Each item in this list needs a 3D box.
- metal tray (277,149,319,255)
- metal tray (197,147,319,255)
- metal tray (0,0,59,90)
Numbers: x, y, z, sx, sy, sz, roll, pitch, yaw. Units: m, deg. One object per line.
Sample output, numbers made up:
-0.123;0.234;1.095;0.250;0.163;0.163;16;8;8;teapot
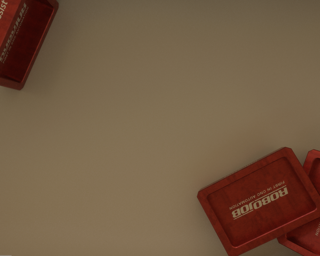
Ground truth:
0.213;0.101;0.384;0.090;0.030;0.129;20;90;41;metal tray
0.125;0.092;0.391;0.130;0.030;0.090;-29;80;9;metal tray
-0.176;-0.115;0.377;0.030;0.090;0.129;24;90;0;metal tray
